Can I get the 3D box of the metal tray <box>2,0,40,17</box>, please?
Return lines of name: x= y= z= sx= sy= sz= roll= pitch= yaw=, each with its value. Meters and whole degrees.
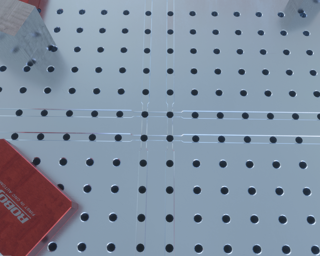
metal tray: x=-0.259 y=-0.208 z=0.483 sx=0.131 sy=0.030 sz=0.090 roll=5 pitch=70 yaw=2

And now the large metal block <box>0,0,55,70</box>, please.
large metal block: x=-0.206 y=-0.135 z=0.430 sx=0.080 sy=0.080 sz=0.050 roll=21 pitch=72 yaw=7

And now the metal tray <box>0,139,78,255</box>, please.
metal tray: x=-0.179 y=0.086 z=0.376 sx=0.130 sy=0.030 sz=0.090 roll=38 pitch=74 yaw=12

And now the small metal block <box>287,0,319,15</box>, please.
small metal block: x=0.234 y=-0.206 z=0.475 sx=0.050 sy=0.050 sz=0.025 roll=-18 pitch=71 yaw=-6
